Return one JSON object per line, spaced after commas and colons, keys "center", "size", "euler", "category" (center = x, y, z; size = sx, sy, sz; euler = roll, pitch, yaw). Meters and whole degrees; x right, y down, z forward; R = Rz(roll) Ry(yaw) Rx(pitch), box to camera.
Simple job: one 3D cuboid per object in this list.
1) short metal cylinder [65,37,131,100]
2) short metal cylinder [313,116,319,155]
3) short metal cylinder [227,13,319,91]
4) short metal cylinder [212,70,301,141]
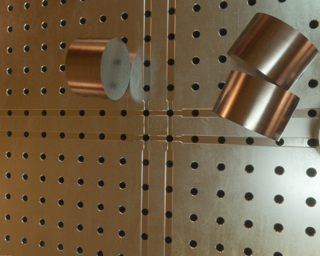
{"center": [-0.080, -0.079, 0.411], "size": [0.050, 0.080, 0.079], "euler": [7, 92, 20], "category": "short metal cylinder"}
{"center": [0.208, 0.009, 0.326], "size": [0.080, 0.050, 0.079], "euler": [0, 90, 20], "category": "short metal cylinder"}
{"center": [0.122, -0.081, 0.340], "size": [0.080, 0.080, 0.050], "euler": [39, 103, 15], "category": "short metal cylinder"}
{"center": [0.106, -0.025, 0.346], "size": [0.080, 0.080, 0.050], "euler": [27, 99, 18], "category": "short metal cylinder"}
